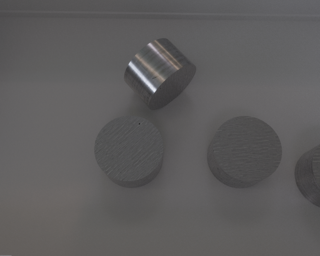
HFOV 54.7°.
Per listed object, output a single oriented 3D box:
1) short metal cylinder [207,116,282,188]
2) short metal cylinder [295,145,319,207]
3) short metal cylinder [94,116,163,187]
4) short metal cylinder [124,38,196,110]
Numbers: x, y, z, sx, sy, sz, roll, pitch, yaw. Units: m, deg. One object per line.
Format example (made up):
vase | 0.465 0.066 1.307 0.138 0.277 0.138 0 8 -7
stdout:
short metal cylinder | 0.102 0.031 0.385 0.081 0.050 0.080 0 70 0
short metal cylinder | 0.215 0.056 0.377 0.081 0.050 0.080 0 70 0
short metal cylinder | -0.036 0.031 0.385 0.081 0.050 0.080 0 70 0
short metal cylinder | 0.000 -0.069 0.406 0.080 0.080 0.050 -38 75 -13
